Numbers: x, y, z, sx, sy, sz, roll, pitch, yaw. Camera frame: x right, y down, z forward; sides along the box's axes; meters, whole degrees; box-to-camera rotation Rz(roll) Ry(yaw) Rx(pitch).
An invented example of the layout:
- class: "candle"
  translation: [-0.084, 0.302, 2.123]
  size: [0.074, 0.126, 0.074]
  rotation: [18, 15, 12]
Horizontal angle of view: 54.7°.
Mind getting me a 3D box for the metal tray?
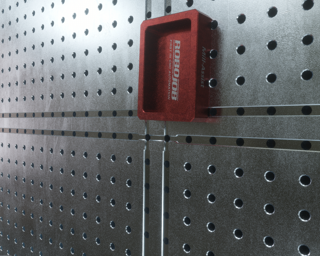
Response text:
- class: "metal tray"
  translation: [0.016, -0.073, 0.390]
  size: [0.090, 0.030, 0.129]
  rotation: [4, 92, 39]
